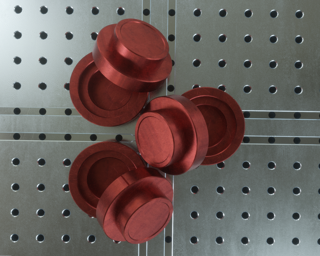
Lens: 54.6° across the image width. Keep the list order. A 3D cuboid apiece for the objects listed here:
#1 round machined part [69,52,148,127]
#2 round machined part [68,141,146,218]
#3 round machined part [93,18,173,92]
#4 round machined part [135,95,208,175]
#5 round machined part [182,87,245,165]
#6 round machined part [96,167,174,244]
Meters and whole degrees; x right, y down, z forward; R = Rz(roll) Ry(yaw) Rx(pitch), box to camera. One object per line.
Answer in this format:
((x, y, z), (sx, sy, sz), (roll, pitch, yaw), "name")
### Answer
((-0.063, -0.050, 0.403), (0.099, 0.042, 0.097), (0, 90, 0), "round machined part")
((-0.064, 0.065, 0.404), (0.099, 0.042, 0.097), (0, 90, 0), "round machined part")
((-0.028, -0.094, 0.377), (0.099, 0.042, 0.098), (16, 49, -20), "round machined part")
((0.007, 0.010, 0.375), (0.042, 0.098, 0.098), (-14, 90, -42), "round machined part")
((0.057, -0.003, 0.405), (0.099, 0.042, 0.097), (0, 90, 0), "round machined part")
((-0.023, 0.100, 0.376), (0.099, 0.042, 0.097), (-20, 128, -27), "round machined part")
